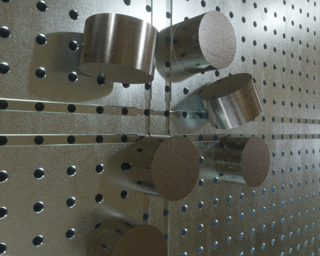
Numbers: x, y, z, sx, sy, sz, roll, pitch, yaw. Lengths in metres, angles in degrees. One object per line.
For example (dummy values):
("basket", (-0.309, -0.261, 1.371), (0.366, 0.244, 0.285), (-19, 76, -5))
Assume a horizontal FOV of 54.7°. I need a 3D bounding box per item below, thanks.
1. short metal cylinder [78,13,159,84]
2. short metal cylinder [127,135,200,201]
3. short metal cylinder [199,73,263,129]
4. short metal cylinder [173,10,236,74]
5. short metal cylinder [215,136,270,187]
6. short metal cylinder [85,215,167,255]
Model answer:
("short metal cylinder", (-0.044, -0.082, 0.336), (0.081, 0.080, 0.050), (11, 83, -40))
("short metal cylinder", (0.005, 0.049, 0.397), (0.081, 0.050, 0.079), (0, 90, -40))
("short metal cylinder", (0.105, -0.041, 0.461), (0.080, 0.080, 0.050), (-41, 115, -32))
("short metal cylinder", (0.065, -0.122, 0.446), (0.081, 0.050, 0.079), (0, 90, -40))
("short metal cylinder", (0.135, 0.053, 0.506), (0.081, 0.050, 0.079), (0, 90, -40))
("short metal cylinder", (-0.038, 0.147, 0.361), (0.081, 0.050, 0.079), (0, 90, -40))
